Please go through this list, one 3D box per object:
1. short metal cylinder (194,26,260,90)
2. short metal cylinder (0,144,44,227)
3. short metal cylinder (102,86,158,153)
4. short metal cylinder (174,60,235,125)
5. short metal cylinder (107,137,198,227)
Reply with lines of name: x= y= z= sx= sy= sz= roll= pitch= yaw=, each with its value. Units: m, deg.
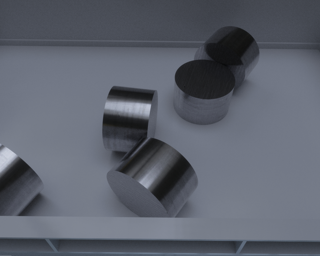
short metal cylinder: x=0.098 y=-0.101 z=0.456 sx=0.080 sy=0.080 sz=0.050 roll=28 pitch=55 yaw=21
short metal cylinder: x=-0.170 y=0.057 z=0.319 sx=0.080 sy=0.080 sz=0.050 roll=24 pitch=54 yaw=18
short metal cylinder: x=-0.034 y=-0.009 z=0.377 sx=0.050 sy=0.080 sz=0.080 roll=7 pitch=50 yaw=5
short metal cylinder: x=0.060 y=-0.051 z=0.432 sx=0.081 sy=0.050 sz=0.080 roll=0 pitch=50 yaw=0
short metal cylinder: x=-0.008 y=0.056 z=0.322 sx=0.080 sy=0.080 sz=0.050 roll=29 pitch=56 yaw=22
